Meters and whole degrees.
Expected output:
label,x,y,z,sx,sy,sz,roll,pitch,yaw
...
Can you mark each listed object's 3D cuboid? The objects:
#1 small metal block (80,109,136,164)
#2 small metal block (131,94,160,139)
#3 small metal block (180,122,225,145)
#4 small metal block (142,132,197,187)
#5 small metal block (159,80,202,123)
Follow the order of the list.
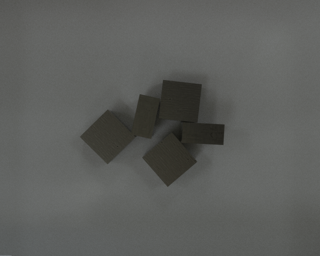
label,x,y,z,sx,sy,sz,roll,pitch,yaw
small metal block,-0.067,0.011,0.409,0.050,0.025,0.050,-45,91,0
small metal block,-0.018,-0.014,0.396,0.025,0.050,0.050,13,90,0
small metal block,0.052,0.007,0.397,0.050,0.050,0.025,3,90,-1
small metal block,0.013,0.041,0.409,0.050,0.025,0.050,-41,91,0
small metal block,0.026,-0.034,0.410,0.050,0.025,0.050,6,90,-1
